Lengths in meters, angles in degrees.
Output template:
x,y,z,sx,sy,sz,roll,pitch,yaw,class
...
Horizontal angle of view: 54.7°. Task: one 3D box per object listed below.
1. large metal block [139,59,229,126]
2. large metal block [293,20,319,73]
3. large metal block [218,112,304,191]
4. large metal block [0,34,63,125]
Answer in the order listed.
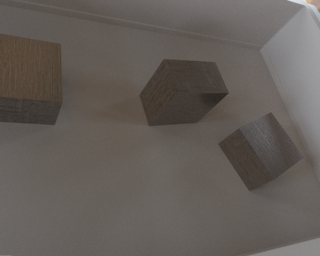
x,y,z,sx,sy,sz,roll,pitch,yaw,class
0.030,-0.045,0.416,0.081,0.080,0.050,-4,64,-31,large metal block
0.362,-0.186,0.704,0.080,0.050,0.080,41,51,-1,large metal block
0.147,0.033,0.451,0.081,0.050,0.080,-22,74,-36,large metal block
-0.154,-0.052,0.339,0.081,0.050,0.080,4,60,-27,large metal block
